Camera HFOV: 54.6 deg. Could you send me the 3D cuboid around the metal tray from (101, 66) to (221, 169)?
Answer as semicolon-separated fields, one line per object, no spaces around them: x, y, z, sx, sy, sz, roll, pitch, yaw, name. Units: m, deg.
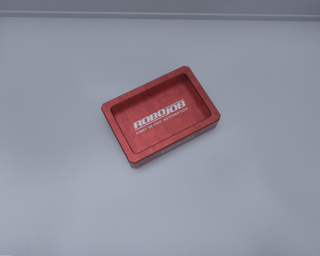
0.001;-0.016;0.410;0.131;0.030;0.090;-27;73;-10;metal tray
